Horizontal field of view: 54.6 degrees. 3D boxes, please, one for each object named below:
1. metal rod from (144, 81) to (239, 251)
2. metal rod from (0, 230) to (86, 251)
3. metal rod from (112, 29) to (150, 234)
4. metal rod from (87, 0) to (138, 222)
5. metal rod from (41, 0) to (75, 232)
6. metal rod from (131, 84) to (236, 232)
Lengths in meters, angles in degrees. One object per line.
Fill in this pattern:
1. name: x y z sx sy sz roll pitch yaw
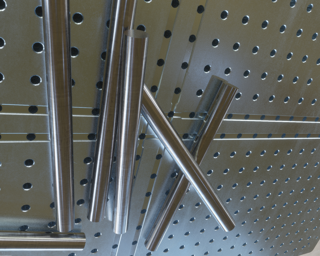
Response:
1. metal rod: 0.041 0.070 0.476 0.025 0.025 0.298 10 113 -33
2. metal rod: -0.233 0.131 0.364 0.302 0.025 0.025 16 110 -35
3. metal rod: -0.042 0.029 0.386 0.025 0.025 0.298 -9 128 -24
4. metal rod: -0.062 -0.007 0.372 0.025 0.025 0.298 -2 120 -27
5. metal rod: -0.112 0.002 0.351 0.025 0.025 0.298 -7 122 -25
6. metal rod: 0.040 0.053 0.436 0.025 0.025 0.300 -37 121 -4
